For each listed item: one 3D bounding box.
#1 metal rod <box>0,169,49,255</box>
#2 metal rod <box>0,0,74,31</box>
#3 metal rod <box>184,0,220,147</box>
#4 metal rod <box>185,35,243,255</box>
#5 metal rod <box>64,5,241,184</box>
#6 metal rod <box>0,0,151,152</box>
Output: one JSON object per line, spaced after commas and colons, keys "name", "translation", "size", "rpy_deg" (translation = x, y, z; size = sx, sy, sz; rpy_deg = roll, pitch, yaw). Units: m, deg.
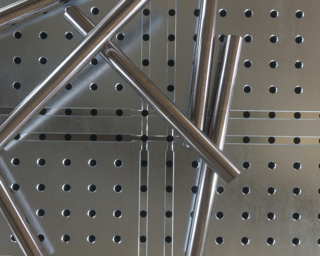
{"name": "metal rod", "translation": [-0.232, 0.049, 0.411], "size": [0.025, 0.025, 0.299], "rpy_deg": [-29, 90, 0]}
{"name": "metal rod", "translation": [-0.126, -0.180, 0.412], "size": [0.301, 0.025, 0.025], "rpy_deg": [-23, 90, 0]}
{"name": "metal rod", "translation": [0.061, -0.122, 0.413], "size": [0.025, 0.025, 0.298], "rpy_deg": [7, 90, 0]}
{"name": "metal rod", "translation": [0.072, 0.027, 0.413], "size": [0.025, 0.025, 0.299], "rpy_deg": [10, 90, 0]}
{"name": "metal rod", "translation": [-0.014, -0.046, 0.396], "size": [0.025, 0.025, 0.300], "rpy_deg": [-44, 84, 0]}
{"name": "metal rod", "translation": [-0.113, -0.076, 0.388], "size": [0.300, 0.025, 0.025], "rpy_deg": [-42, 90, 9]}
